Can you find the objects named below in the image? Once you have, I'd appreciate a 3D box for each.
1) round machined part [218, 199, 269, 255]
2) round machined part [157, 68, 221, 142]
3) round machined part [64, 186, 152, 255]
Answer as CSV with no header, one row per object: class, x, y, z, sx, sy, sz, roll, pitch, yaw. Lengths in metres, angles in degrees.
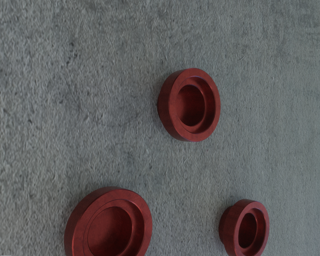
round machined part,0.133,0.165,0.506,0.099,0.042,0.097,0,90,-40
round machined part,0.035,-0.030,0.423,0.099,0.042,0.097,0,90,-40
round machined part,-0.060,0.114,0.344,0.099,0.042,0.097,0,90,-40
